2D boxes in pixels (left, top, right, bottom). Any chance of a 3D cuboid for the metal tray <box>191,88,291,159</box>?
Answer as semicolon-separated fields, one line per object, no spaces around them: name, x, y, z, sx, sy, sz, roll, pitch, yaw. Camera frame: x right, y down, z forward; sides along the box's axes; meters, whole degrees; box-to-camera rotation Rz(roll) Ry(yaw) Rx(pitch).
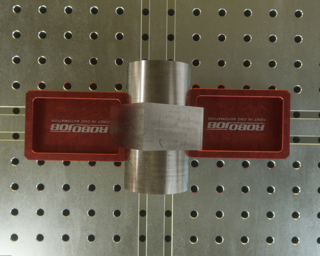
metal tray;0.102;-0.005;0.411;0.131;0.030;0.089;1;90;0

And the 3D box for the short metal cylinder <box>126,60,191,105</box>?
short metal cylinder;-0.001;-0.051;0.385;0.081;0.080;0.050;1;90;0

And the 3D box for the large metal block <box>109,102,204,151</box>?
large metal block;-0.006;-0.001;0.371;0.081;0.080;0.050;2;90;-34

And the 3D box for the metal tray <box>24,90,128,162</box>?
metal tray;-0.107;-0.003;0.409;0.131;0.030;0.089;1;90;0

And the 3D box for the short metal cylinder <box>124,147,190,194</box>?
short metal cylinder;-0.004;0.049;0.385;0.081;0.080;0.050;2;90;0
